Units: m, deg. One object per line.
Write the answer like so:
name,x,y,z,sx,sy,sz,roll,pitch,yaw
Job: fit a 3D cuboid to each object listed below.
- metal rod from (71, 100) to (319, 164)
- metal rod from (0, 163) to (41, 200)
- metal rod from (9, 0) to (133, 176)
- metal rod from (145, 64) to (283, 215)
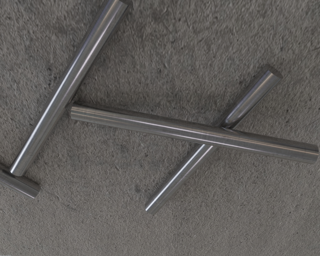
metal rod,0.041,0.005,0.385,0.302,0.025,0.025,11,130,1
metal rod,-0.297,0.017,0.418,0.025,0.025,0.301,-34,123,25
metal rod,-0.123,-0.033,0.377,0.025,0.025,0.299,28,125,-22
metal rod,0.058,0.035,0.437,0.025,0.025,0.298,23,126,-18
